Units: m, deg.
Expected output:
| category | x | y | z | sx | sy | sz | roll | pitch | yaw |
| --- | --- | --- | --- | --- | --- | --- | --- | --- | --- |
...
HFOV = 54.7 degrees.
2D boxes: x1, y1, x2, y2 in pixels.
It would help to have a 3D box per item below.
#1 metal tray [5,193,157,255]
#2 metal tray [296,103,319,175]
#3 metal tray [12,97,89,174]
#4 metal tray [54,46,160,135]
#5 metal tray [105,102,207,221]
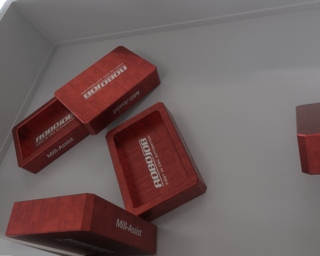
| category | x | y | z | sx | sy | sz | roll | pitch | yaw |
| --- | --- | --- | --- | --- | --- | --- | --- | --- | --- |
| metal tray | -0.070 | 0.103 | 0.312 | 0.090 | 0.130 | 0.030 | -12 | 57 | 22 |
| metal tray | 0.165 | 0.000 | 0.260 | 0.090 | 0.131 | 0.030 | -7 | 100 | 24 |
| metal tray | -0.168 | 0.000 | 0.491 | 0.130 | 0.030 | 0.090 | -36 | 51 | 4 |
| metal tray | -0.076 | -0.059 | 0.455 | 0.130 | 0.030 | 0.090 | -41 | 56 | -17 |
| metal tray | -0.010 | 0.039 | 0.383 | 0.090 | 0.030 | 0.130 | -30 | 52 | 9 |
